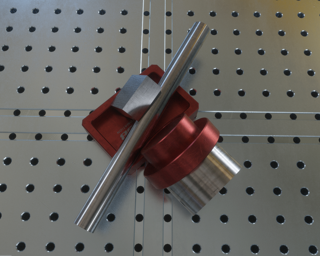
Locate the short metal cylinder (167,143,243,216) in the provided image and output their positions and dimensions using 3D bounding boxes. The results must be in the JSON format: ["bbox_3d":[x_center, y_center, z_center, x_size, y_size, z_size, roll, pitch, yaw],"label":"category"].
[{"bbox_3d":[0.049,0.056,0.361,0.080,0.080,0.050,-42,76,-14],"label":"short metal cylinder"}]

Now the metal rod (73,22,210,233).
[{"bbox_3d":[-0.013,-0.015,0.385,0.025,0.025,0.300,27,72,9],"label":"metal rod"}]

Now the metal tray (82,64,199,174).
[{"bbox_3d":[-0.024,-0.013,0.413,0.130,0.030,0.090,-41,76,-14],"label":"metal tray"}]

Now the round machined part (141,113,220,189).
[{"bbox_3d":[0.017,0.020,0.355,0.098,0.098,0.042,-44,98,-15],"label":"round machined part"}]

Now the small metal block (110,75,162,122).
[{"bbox_3d":[-0.031,-0.039,0.389,0.025,0.050,0.050,39,82,-27],"label":"small metal block"}]
